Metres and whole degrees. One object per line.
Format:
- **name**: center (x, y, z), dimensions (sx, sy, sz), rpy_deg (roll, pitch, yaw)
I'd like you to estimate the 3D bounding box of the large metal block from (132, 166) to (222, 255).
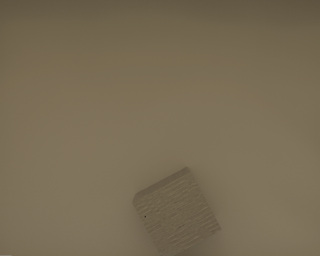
- **large metal block**: center (0.021, 0.107, 0.399), dimensions (0.080, 0.050, 0.080), rpy_deg (-28, 90, 0)
